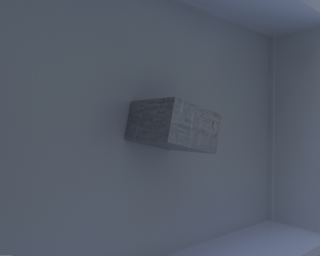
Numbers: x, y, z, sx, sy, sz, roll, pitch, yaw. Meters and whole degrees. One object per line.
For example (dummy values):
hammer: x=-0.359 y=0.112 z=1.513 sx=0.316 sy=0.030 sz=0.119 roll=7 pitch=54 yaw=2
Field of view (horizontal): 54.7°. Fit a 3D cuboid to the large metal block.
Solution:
large metal block: x=0.016 y=-0.001 z=0.383 sx=0.081 sy=0.080 sz=0.050 roll=16 pitch=80 yaw=-39
